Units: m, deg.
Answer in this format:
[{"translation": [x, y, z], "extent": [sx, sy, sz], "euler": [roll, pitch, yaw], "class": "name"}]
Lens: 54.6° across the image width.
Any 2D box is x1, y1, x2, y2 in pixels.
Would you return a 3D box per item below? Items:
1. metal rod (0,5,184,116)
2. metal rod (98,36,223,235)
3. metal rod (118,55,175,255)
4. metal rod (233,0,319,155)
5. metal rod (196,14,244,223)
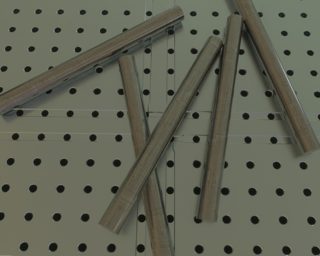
[{"translation": [-0.097, -0.102, 0.448], "extent": [0.301, 0.025, 0.025], "euler": [-31, 73, -11], "class": "metal rod"}, {"translation": [0.013, -0.009, 0.395], "extent": [0.025, 0.025, 0.300], "euler": [26, 65, 9], "class": "metal rod"}, {"translation": [-0.019, 0.039, 0.397], "extent": [0.025, 0.025, 0.299], "euler": [-11, 70, -4], "class": "metal rod"}, {"translation": [0.157, -0.105, 0.450], "extent": [0.025, 0.025, 0.299], "euler": [-15, 71, -5], "class": "metal rod"}, {"translation": [0.085, -0.027, 0.422], "extent": [0.025, 0.025, 0.299], "euler": [11, 70, 4], "class": "metal rod"}]
